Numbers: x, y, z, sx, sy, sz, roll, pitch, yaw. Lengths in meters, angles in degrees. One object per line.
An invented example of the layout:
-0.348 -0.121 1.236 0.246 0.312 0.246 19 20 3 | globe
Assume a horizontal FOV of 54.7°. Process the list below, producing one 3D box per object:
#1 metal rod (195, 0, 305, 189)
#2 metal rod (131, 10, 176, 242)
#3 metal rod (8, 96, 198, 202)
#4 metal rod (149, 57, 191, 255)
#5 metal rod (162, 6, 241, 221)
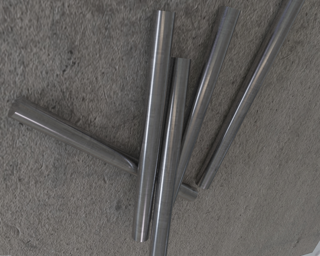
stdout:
0.121 -0.038 0.448 0.025 0.025 0.298 9 114 -32 | metal rod
-0.011 0.013 0.384 0.025 0.025 0.298 -4 113 -27 | metal rod
-0.048 0.042 0.406 0.301 0.025 0.025 33 100 -39 | metal rod
0.009 0.061 0.402 0.025 0.025 0.298 -1 104 -28 | metal rod
0.042 -0.004 0.407 0.025 0.025 0.298 7 109 -32 | metal rod
